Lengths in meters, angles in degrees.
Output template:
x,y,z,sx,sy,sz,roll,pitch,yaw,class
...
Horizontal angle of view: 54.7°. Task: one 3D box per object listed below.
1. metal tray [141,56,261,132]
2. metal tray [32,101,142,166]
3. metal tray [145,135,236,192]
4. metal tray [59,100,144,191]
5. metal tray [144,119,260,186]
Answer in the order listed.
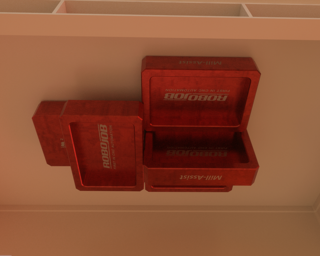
x,y,z,sx,sy,sz,roll,pitch,yaw,class
0.044,-0.038,0.372,0.131,0.030,0.089,0,130,-1,metal tray
-0.089,0.010,0.409,0.131,0.030,0.089,0,130,-1,metal tray
0.044,0.054,0.450,0.131,0.030,0.089,0,130,-1,metal tray
-0.065,0.027,0.385,0.091,0.030,0.129,1,130,-1,metal tray
0.047,0.028,0.387,0.131,0.090,0.030,1,130,-1,metal tray
